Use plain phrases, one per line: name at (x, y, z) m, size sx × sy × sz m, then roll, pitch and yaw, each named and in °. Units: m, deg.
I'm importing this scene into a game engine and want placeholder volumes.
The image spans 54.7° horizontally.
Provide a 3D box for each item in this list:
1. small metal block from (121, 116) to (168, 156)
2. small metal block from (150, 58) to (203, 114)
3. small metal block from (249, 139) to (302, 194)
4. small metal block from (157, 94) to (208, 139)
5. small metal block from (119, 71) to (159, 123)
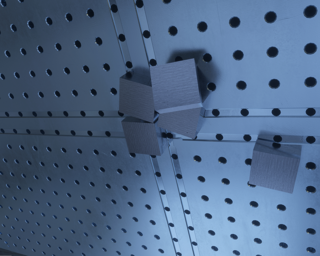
small metal block at (-0.020, 0.009, 0.426) m, size 0.050 × 0.025 × 0.050 m, roll 3°, pitch 120°, yaw 26°
small metal block at (0.019, -0.046, 0.348) m, size 0.050 × 0.025 × 0.050 m, roll -9°, pitch 82°, yaw 12°
small metal block at (0.136, 0.045, 0.367) m, size 0.050 × 0.025 × 0.050 m, roll 11°, pitch 123°, yaw 22°
small metal block at (0.027, -0.020, 0.383) m, size 0.050 × 0.025 × 0.050 m, roll 19°, pitch 126°, yaw 16°
small metal block at (-0.024, -0.040, 0.398) m, size 0.050 × 0.025 × 0.050 m, roll 18°, pitch 126°, yaw 17°
